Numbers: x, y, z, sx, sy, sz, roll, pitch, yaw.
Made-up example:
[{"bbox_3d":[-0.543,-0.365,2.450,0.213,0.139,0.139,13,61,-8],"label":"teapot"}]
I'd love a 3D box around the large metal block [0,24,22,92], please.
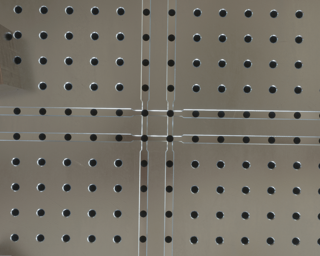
[{"bbox_3d":[-0.235,-0.086,0.399,0.080,0.050,0.080,-10,90,0],"label":"large metal block"}]
